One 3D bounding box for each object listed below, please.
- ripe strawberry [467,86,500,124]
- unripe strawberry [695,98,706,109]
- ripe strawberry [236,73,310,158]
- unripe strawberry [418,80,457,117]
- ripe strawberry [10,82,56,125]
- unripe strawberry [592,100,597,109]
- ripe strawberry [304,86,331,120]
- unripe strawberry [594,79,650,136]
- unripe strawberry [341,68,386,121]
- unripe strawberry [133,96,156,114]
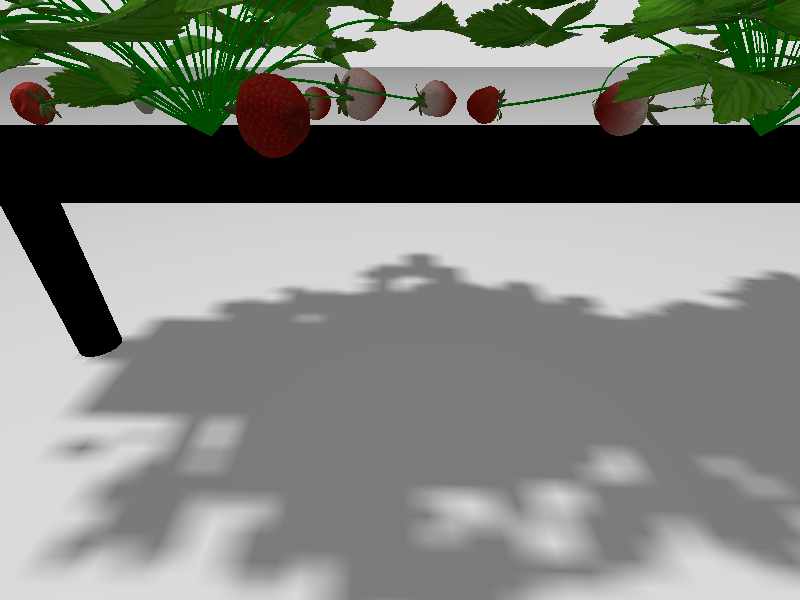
[{"bbox_3d":[0.078,-0.183,0.377,0.030,0.031,0.028,9,33,15],"label":"ripe strawberry"},{"bbox_3d":[0.349,-0.229,0.465,0.011,0.012,0.012,10,33,15],"label":"unripe strawberry"},{"bbox_3d":[-0.077,-0.116,0.256,0.050,0.050,0.047,26,40,35],"label":"ripe strawberry"},{"bbox_3d":[0.039,-0.205,0.407,0.039,0.034,0.039,-15,35,-24],"label":"unripe strawberry"},{"bbox_3d":[-0.340,-0.182,0.370,0.034,0.035,0.031,9,33,15],"label":"ripe strawberry"},{"bbox_3d":[0.220,-0.216,0.445,0.010,0.011,0.011,-15,35,-23],"label":"unripe strawberry"},{"bbox_3d":[-0.080,-0.194,0.395,0.026,0.030,0.029,24,38,33],"label":"ripe strawberry"},{"bbox_3d":[0.175,-0.153,0.318,0.039,0.041,0.036,0,32,1],"label":"unripe strawberry"},{"bbox_3d":[-0.035,-0.207,0.404,0.049,0.048,0.045,-24,39,-34],"label":"unripe strawberry"},{"bbox_3d":[-0.286,-0.221,0.450,0.023,0.023,0.019,-25,39,-34],"label":"unripe strawberry"}]
